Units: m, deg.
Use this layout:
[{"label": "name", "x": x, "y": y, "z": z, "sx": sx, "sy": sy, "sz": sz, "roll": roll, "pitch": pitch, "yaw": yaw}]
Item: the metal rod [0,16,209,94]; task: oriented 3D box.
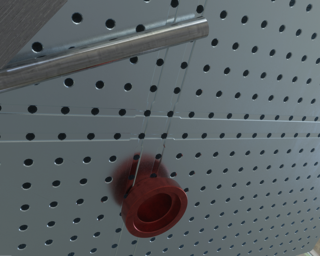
[{"label": "metal rod", "x": -0.085, "y": -0.071, "z": 0.320, "sx": 0.302, "sy": 0.025, "sz": 0.025, "roll": -20, "pitch": 126, "yaw": -17}]

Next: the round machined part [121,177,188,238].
[{"label": "round machined part", "x": -0.011, "y": 0.113, "z": 0.464, "sx": 0.099, "sy": 0.042, "sz": 0.097, "roll": -14, "pitch": 124, "yaw": -21}]

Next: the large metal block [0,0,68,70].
[{"label": "large metal block", "x": -0.138, "y": -0.110, "z": 0.252, "sx": 0.080, "sy": 0.050, "sz": 0.080, "roll": -45, "pitch": 129, "yaw": 3}]
